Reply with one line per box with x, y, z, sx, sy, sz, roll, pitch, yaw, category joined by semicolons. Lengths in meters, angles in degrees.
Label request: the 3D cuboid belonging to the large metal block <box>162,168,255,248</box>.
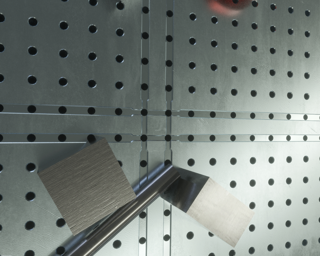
0.060;0.101;0.406;0.080;0.080;0.050;39;78;-16;large metal block

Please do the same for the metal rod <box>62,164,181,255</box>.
-0.093;0.149;0.378;0.301;0.025;0.025;-39;103;-16;metal rod

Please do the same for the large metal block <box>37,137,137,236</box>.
-0.087;0.064;0.367;0.080;0.050;0.080;-29;100;-18;large metal block

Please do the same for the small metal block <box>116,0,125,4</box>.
-0.034;-0.187;0.386;0.050;0.050;0.025;-38;102;-16;small metal block
